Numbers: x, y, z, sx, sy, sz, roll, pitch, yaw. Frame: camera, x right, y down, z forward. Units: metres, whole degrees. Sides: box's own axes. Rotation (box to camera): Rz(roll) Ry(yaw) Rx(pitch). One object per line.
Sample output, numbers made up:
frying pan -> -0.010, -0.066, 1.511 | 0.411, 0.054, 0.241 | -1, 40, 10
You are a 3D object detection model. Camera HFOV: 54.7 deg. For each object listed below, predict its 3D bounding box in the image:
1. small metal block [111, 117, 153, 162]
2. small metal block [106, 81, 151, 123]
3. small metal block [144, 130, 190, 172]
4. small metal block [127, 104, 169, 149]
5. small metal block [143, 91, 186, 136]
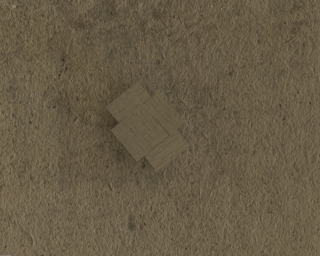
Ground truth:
small metal block -> -0.034, 0.014, 0.398 | 0.025, 0.050, 0.050 | -40, 91, 0
small metal block -> -0.038, -0.031, 0.398 | 0.050, 0.050, 0.025 | -39, 90, 0
small metal block -> 0.009, 0.028, 0.398 | 0.050, 0.050, 0.025 | -39, 90, 0
small metal block -> -0.014, -0.002, 0.398 | 0.025, 0.050, 0.050 | -40, 91, 0
small metal block -> 0.005, -0.018, 0.398 | 0.025, 0.050, 0.050 | -41, 91, 0
